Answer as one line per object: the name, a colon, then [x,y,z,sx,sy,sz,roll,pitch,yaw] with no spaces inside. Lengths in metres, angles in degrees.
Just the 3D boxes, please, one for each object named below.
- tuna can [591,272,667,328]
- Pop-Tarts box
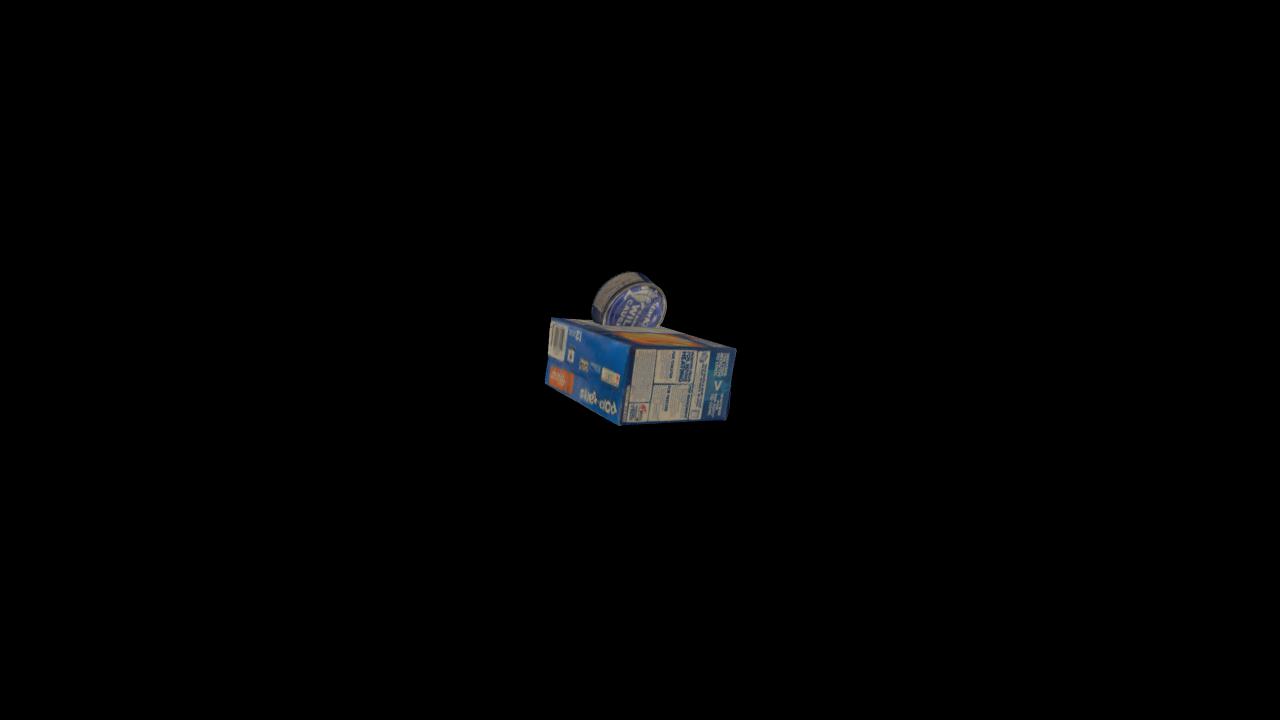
tuna can: [-0.013,-0.058,0.706,0.084,0.084,0.034,0,33,-36]
Pop-Tarts box: [-0.004,0.008,0.679,0.141,0.083,0.167,0,13,-35]
